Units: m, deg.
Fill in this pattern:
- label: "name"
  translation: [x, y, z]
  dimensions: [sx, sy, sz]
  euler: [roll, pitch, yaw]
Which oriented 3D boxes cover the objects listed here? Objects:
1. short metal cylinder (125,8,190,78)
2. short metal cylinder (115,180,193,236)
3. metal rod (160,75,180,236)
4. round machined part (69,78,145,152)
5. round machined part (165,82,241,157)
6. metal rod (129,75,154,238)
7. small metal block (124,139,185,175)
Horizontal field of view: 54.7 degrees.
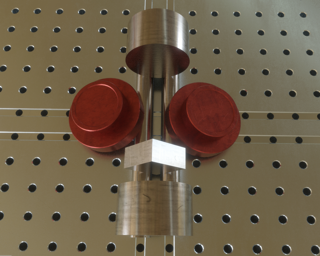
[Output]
- label: "short metal cylinder"
  translation: [-0.003, -0.106, 0.398]
  dimensions: [0.080, 0.080, 0.050]
  euler: [1, 70, 0]
- label: "short metal cylinder"
  translation: [-0.006, 0.087, 0.327]
  dimensions: [0.080, 0.080, 0.050]
  euler: [1, 70, 0]
- label: "metal rod"
  translation: [0.014, -0.013, 0.416]
  dimensions: [0.025, 0.025, 0.299]
  euler: [1, 70, 0]
- label: "round machined part"
  translation: [-0.073, -0.021, 0.397]
  dimensions: [0.098, 0.042, 0.098]
  euler: [-5, 69, 13]
- label: "round machined part"
  translation: [0.059, -0.015, 0.394]
  dimensions: [0.099, 0.042, 0.098]
  euler: [5, 70, -14]
- label: "metal rod"
  translation: [-0.021, -0.012, 0.415]
  dimensions: [0.025, 0.025, 0.299]
  euler: [1, 70, 0]
- label: "small metal block"
  translation: [-0.006, 0.035, 0.361]
  dimensions: [0.050, 0.050, 0.025]
  euler: [18, 64, -38]
